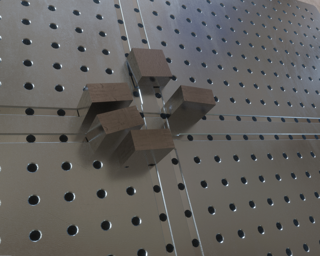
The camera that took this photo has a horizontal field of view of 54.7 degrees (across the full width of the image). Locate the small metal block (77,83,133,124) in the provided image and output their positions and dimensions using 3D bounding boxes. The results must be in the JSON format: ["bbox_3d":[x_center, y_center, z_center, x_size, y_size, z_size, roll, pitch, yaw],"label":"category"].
[{"bbox_3d":[-0.067,-0.030,0.375,0.050,0.050,0.025,-7,66,-32],"label":"small metal block"}]

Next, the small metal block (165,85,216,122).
[{"bbox_3d":[0.042,-0.033,0.436,0.050,0.050,0.025,5,60,-26],"label":"small metal block"}]

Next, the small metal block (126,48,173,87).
[{"bbox_3d":[-0.016,-0.089,0.455,0.050,0.025,0.050,-5,64,-31],"label":"small metal block"}]

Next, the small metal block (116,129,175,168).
[{"bbox_3d":[-0.018,0.024,0.369,0.050,0.050,0.025,-2,63,-30],"label":"small metal block"}]

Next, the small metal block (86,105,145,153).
[{"bbox_3d":[-0.053,0.002,0.364,0.050,0.050,0.025,-17,71,-35],"label":"small metal block"}]
